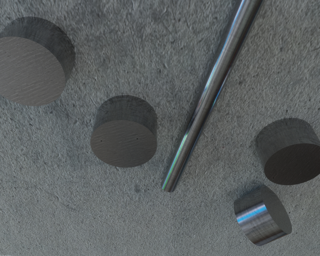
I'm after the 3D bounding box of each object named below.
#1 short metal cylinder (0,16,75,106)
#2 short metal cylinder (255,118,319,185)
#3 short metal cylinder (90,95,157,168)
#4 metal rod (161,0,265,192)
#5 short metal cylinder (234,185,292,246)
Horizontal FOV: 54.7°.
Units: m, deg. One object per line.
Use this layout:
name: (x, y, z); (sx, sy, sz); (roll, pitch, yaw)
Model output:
short metal cylinder: (-0.136, -0.070, 0.330); (0.081, 0.050, 0.079); (0, 130, 0)
short metal cylinder: (0.176, 0.033, 0.421); (0.081, 0.050, 0.079); (0, 130, 0)
short metal cylinder: (-0.044, 0.005, 0.395); (0.081, 0.050, 0.079); (0, 130, 0)
metal rod: (0.052, -0.019, 0.391); (0.025, 0.025, 0.298); (11, 129, -10)
short metal cylinder: (0.163, 0.138, 0.491); (0.080, 0.080, 0.050); (37, 121, -27)
